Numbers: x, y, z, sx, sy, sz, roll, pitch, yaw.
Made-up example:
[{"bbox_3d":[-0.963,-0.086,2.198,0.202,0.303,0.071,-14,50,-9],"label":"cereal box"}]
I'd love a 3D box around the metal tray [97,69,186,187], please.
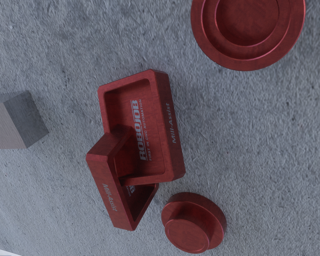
[{"bbox_3d":[-0.025,0.002,0.380,0.090,0.030,0.129,-12,86,32],"label":"metal tray"}]

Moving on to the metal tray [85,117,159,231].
[{"bbox_3d":[-0.044,0.061,0.416,0.030,0.090,0.129,4,126,25],"label":"metal tray"}]

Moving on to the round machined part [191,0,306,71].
[{"bbox_3d":[0.082,-0.106,0.287,0.098,0.042,0.097,13,124,20],"label":"round machined part"}]

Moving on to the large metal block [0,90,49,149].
[{"bbox_3d":[-0.244,-0.013,0.509,0.080,0.050,0.080,-3,117,29],"label":"large metal block"}]

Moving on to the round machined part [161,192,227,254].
[{"bbox_3d":[0.046,0.147,0.462,0.098,0.042,0.097,13,124,20],"label":"round machined part"}]
